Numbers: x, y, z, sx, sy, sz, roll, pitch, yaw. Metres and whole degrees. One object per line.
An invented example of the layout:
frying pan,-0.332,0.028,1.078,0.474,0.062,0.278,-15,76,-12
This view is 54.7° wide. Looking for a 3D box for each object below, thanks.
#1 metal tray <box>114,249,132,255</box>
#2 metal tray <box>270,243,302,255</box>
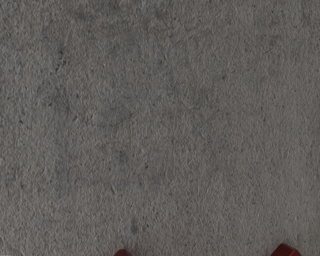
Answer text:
metal tray,-0.030,0.231,0.395,0.130,0.030,0.090,46,76,-15
metal tray,0.180,0.256,0.473,0.130,0.030,0.090,-41,103,-15
